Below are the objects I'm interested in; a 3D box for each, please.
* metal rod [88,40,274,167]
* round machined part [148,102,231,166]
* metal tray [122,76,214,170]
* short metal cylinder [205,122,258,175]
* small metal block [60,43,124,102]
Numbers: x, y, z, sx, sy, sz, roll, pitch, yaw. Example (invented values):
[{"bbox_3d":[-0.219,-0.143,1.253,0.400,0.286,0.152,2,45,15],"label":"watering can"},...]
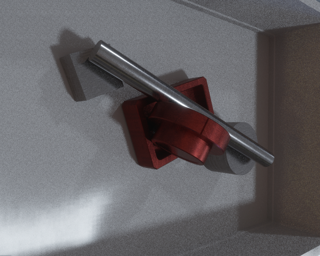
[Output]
[{"bbox_3d":[0.048,-0.016,0.393,0.301,0.025,0.025,29,72,-30],"label":"metal rod"},{"bbox_3d":[0.029,0.011,0.367,0.098,0.098,0.042,34,77,-35],"label":"round machined part"},{"bbox_3d":[0.019,-0.011,0.419,0.131,0.030,0.089,-25,106,-38],"label":"metal tray"},{"bbox_3d":[0.108,0.031,0.482,0.081,0.050,0.079,0,90,-40],"label":"short metal cylinder"},{"bbox_3d":[-0.074,-0.061,0.343,0.050,0.025,0.050,-28,108,-37],"label":"small metal block"}]
